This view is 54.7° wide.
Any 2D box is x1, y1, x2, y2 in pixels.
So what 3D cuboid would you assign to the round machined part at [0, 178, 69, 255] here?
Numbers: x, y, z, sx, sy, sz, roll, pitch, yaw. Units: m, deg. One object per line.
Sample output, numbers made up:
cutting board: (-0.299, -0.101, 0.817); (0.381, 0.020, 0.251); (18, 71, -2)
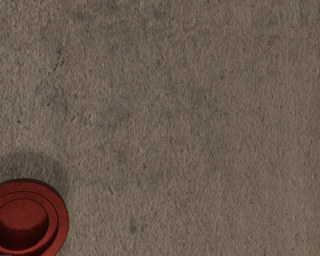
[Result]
round machined part: (-0.154, 0.104, 0.344); (0.099, 0.042, 0.097); (0, 90, -21)
